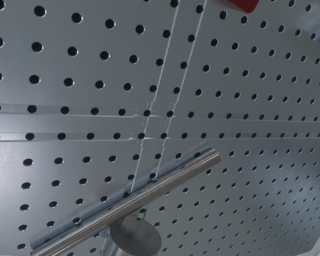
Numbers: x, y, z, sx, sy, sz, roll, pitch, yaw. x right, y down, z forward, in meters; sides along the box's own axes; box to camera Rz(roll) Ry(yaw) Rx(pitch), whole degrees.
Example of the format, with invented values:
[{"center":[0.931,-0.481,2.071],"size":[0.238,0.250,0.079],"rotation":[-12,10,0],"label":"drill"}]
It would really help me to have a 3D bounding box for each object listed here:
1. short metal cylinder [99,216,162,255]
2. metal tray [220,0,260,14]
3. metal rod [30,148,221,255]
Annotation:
[{"center":[-0.044,0.178,0.463],"size":[0.081,0.080,0.050],"rotation":[9,114,-32],"label":"short metal cylinder"},{"center":[0.070,-0.192,0.328],"size":[0.131,0.030,0.089],"rotation":[15,111,-35],"label":"metal tray"},{"center":[-0.042,0.112,0.457],"size":[0.302,0.025,0.025],"rotation":[-28,128,-11],"label":"metal rod"}]
